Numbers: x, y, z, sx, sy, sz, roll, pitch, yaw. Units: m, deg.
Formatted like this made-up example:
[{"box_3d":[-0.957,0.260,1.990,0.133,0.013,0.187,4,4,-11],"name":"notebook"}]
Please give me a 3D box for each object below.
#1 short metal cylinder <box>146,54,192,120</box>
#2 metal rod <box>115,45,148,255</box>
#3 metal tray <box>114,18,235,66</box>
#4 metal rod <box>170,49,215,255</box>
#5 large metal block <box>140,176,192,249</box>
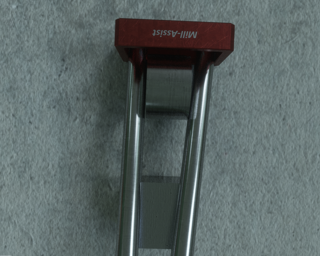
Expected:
[{"box_3d":[0.010,-0.050,0.384,0.050,0.080,0.079,2,90,-1],"name":"short metal cylinder"},{"box_3d":[-0.033,0.042,0.365,0.025,0.025,0.299,2,75,-1],"name":"metal rod"},{"box_3d":[0.016,-0.102,0.378,0.131,0.090,0.030,2,90,-1],"name":"metal tray"},{"box_3d":[0.038,0.045,0.365,0.025,0.025,0.299,9,75,-1],"name":"metal rod"},{"box_3d":[0.002,0.105,0.397,0.081,0.050,0.079,2,90,-1],"name":"large metal block"}]
